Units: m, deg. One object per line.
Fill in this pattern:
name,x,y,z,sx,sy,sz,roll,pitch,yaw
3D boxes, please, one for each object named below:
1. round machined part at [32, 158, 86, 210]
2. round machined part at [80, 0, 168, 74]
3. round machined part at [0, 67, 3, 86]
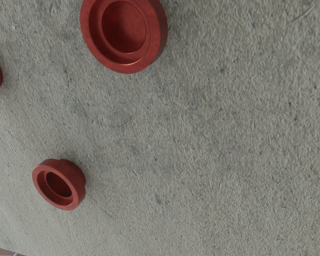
round machined part,-0.171,0.094,0.544,0.098,0.042,0.097,13,124,21
round machined part,-0.036,-0.113,0.345,0.098,0.042,0.097,13,124,21
round machined part,-0.295,-0.088,0.497,0.098,0.042,0.097,13,124,21
